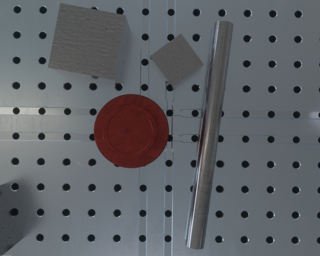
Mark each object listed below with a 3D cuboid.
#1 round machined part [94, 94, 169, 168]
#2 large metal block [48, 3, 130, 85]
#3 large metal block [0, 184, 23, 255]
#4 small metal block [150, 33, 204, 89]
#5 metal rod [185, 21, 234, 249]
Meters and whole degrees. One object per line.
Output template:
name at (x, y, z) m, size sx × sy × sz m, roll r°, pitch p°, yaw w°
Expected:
round machined part at (-0.038, 0.004, 0.404) m, size 0.099 × 0.042 × 0.097 m, roll 0°, pitch 90°, yaw 0°
large metal block at (-0.089, -0.105, 0.400) m, size 0.080 × 0.050 × 0.080 m, roll 11°, pitch 90°, yaw 0°
large metal block at (-0.225, 0.123, 0.384) m, size 0.050 × 0.080 × 0.080 m, roll -19°, pitch 90°, yaw 0°
small metal block at (0.022, -0.088, 0.413) m, size 0.050 × 0.025 × 0.050 m, roll -36°, pitch 90°, yaw 0°
metal rod at (0.066, 0.009, 0.413) m, size 0.025 × 0.025 × 0.298 m, roll 8°, pitch 90°, yaw 0°
